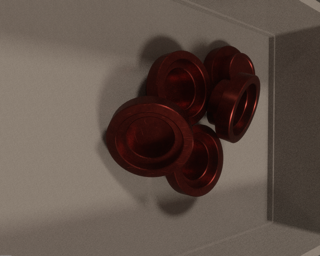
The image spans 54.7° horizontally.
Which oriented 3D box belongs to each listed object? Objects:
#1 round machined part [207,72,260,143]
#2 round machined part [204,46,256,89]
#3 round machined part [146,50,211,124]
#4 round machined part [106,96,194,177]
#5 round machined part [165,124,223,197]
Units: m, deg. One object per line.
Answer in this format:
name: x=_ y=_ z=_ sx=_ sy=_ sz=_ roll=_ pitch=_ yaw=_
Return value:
round machined part: x=0.101 y=-0.031 z=0.436 sx=0.099 sy=0.042 sz=0.097 roll=-36 pitch=137 yaw=-42
round machined part: x=0.116 y=-0.083 z=0.495 sx=0.099 sy=0.042 sz=0.097 roll=0 pitch=90 yaw=-40
round machined part: x=0.020 y=-0.051 z=0.414 sx=0.099 sy=0.042 sz=0.097 roll=0 pitch=90 yaw=-40
round machined part: x=-0.010 y=0.007 z=0.365 sx=0.098 sy=0.098 sz=0.042 roll=60 pitch=17 yaw=-23
round machined part: x=0.041 y=0.044 z=0.432 sx=0.099 sy=0.042 sz=0.097 roll=0 pitch=90 yaw=-40
